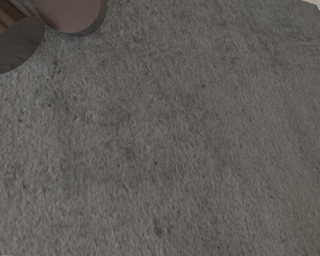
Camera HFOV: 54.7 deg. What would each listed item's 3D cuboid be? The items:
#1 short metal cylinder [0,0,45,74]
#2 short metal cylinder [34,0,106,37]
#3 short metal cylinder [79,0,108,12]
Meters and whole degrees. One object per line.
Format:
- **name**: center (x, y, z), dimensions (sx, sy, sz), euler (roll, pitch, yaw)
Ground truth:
- **short metal cylinder**: center (-0.175, -0.106, 0.339), dimensions (0.050, 0.080, 0.080), euler (41, 51, -1)
- **short metal cylinder**: center (-0.113, -0.161, 0.399), dimensions (0.080, 0.080, 0.050), euler (33, 8, -8)
- **short metal cylinder**: center (-0.095, -0.220, 0.453), dimensions (0.050, 0.080, 0.080), euler (30, 52, -9)
